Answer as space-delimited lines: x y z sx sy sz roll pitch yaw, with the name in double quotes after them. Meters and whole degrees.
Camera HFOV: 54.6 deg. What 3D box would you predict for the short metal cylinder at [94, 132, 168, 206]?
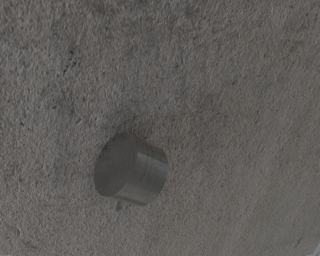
-0.036 0.051 0.382 0.050 0.080 0.080 29 102 -38 "short metal cylinder"
